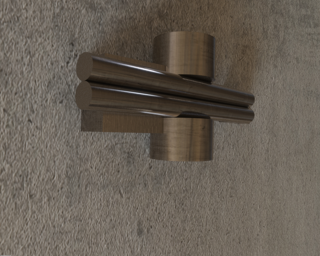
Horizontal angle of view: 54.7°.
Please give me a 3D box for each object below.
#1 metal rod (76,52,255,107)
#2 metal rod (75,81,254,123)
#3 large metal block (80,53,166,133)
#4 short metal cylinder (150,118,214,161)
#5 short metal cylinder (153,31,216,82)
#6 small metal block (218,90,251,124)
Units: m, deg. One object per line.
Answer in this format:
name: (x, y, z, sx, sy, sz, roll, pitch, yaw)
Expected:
metal rod: (0.036, -0.049, 0.378, 0.302, 0.025, 0.025, 2, 89, -48)
metal rod: (0.036, -0.024, 0.378, 0.302, 0.025, 0.025, 2, 89, -48)
large metal block: (-0.042, -0.035, 0.355, 0.081, 0.050, 0.080, 2, 89, -40)
short metal cylinder: (0.028, 0.014, 0.393, 0.081, 0.080, 0.050, 2, 89, -40)
short metal cylinder: (0.031, -0.086, 0.396, 0.081, 0.080, 0.050, 2, 89, -40)
small metal block: (0.123, -0.033, 0.509, 0.050, 0.025, 0.050, 4, 88, -40)
